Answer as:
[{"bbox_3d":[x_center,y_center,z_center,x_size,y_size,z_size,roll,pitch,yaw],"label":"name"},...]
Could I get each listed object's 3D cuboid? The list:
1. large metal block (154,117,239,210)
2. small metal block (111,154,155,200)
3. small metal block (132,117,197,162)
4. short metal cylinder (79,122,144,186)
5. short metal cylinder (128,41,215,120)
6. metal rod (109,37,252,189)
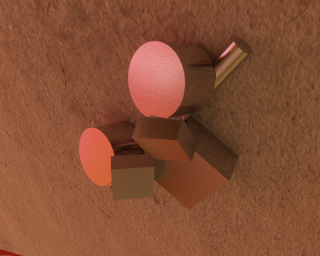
[{"bbox_3d":[0.039,0.046,0.397,0.080,0.050,0.080,41,129,-1],"label":"large metal block"},{"bbox_3d":[-0.034,0.061,0.382,0.050,0.025,0.050,-3,123,-8],"label":"small metal block"},{"bbox_3d":[0.006,0.013,0.331,0.050,0.025,0.050,2,150,27],"label":"small metal block"},{"bbox_3d":[-0.068,0.034,0.429,0.080,0.050,0.079,12,108,41],"label":"short metal cylinder"},{"bbox_3d":[0.011,-0.052,0.334,0.080,0.050,0.079,12,108,42],"label":"short metal cylinder"},{"bbox_3d":[0.006,0.003,0.405,0.025,0.025,0.298,41,129,-1],"label":"metal rod"}]
